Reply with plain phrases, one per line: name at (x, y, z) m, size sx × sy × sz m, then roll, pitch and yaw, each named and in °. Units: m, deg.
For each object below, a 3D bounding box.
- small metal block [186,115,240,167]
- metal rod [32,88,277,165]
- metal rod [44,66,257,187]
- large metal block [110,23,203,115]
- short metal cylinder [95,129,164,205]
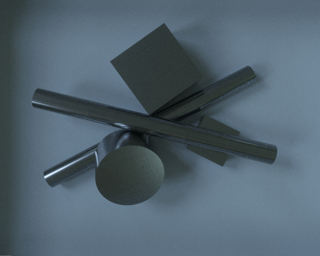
small metal block at (0.069, 0.016, 0.409) m, size 0.050 × 0.025 × 0.050 m, roll 27°, pitch 90°, yaw -1°
metal rod at (-0.006, -0.002, 0.385) m, size 0.302 × 0.025 × 0.025 m, roll 14°, pitch 90°, yaw -1°
metal rod at (-0.012, -0.002, 0.409) m, size 0.301 × 0.025 × 0.025 m, roll -27°, pitch 90°, yaw -1°
large metal block at (-0.004, -0.071, 0.397) m, size 0.080 × 0.050 × 0.080 m, roll -36°, pitch 90°, yaw 0°
short metal cylinder at (-0.039, 0.047, 0.383) m, size 0.081 × 0.050 × 0.079 m, roll -5°, pitch 112°, yaw -11°
